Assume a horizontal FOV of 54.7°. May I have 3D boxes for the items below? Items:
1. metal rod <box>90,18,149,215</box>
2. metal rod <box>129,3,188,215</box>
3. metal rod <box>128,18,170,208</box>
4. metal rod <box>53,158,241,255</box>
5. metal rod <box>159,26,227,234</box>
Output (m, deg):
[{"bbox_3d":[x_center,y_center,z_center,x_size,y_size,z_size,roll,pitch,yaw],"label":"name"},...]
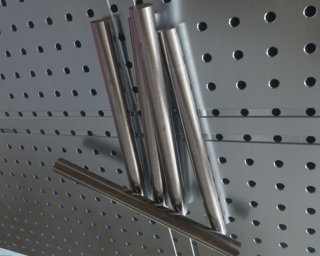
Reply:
[{"bbox_3d":[-0.049,0.003,0.436,0.025,0.025,0.298,5,121,25],"label":"metal rod"},{"bbox_3d":[0.006,0.001,0.392,0.025,0.025,0.298,5,126,25],"label":"metal rod"},{"bbox_3d":[-0.010,0.006,0.418,0.025,0.025,0.298,8,122,23],"label":"metal rod"},{"bbox_3d":[-0.028,0.114,0.461,0.301,0.025,0.025,22,127,14],"label":"metal rod"},{"bbox_3d":[0.047,0.022,0.399,0.025,0.025,0.298,-3,117,29],"label":"metal rod"}]
